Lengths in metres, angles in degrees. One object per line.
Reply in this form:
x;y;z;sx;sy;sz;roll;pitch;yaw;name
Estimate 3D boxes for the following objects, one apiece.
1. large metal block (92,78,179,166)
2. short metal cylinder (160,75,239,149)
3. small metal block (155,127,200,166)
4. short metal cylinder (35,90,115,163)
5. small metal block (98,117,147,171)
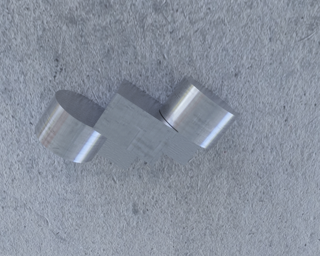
-0.027;-0.011;0.378;0.080;0.080;0.050;33;107;-12;large metal block
0.047;-0.020;0.375;0.080;0.080;0.050;34;107;-12;short metal cylinder
0.026;0.015;0.417;0.050;0.025;0.050;34;107;-12;small metal block
-0.103;-0.003;0.380;0.080;0.080;0.050;33;107;-12;short metal cylinder
-0.052;0.021;0.419;0.050;0.025;0.050;34;107;-12;small metal block
